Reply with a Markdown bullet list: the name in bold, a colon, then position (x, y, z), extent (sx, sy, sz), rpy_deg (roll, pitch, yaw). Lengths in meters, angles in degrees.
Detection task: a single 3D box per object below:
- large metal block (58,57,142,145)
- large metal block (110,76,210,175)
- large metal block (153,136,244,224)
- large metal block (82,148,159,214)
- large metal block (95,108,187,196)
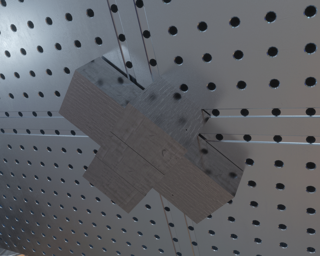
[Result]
- **large metal block**: position (-0.077, -0.032, 0.410), extent (0.080, 0.050, 0.080), rpy_deg (38, 130, 2)
- **large metal block**: position (0.003, -0.005, 0.370), extent (0.080, 0.080, 0.050), rpy_deg (39, 129, 1)
- **large metal block**: position (0.048, 0.068, 0.411), extent (0.080, 0.050, 0.080), rpy_deg (39, 130, 1)
- **large metal block**: position (-0.045, 0.056, 0.433), extent (0.080, 0.080, 0.050), rpy_deg (39, 129, 1)
- **large metal block**: position (-0.021, 0.025, 0.402), extent (0.080, 0.080, 0.050), rpy_deg (39, 129, 1)
